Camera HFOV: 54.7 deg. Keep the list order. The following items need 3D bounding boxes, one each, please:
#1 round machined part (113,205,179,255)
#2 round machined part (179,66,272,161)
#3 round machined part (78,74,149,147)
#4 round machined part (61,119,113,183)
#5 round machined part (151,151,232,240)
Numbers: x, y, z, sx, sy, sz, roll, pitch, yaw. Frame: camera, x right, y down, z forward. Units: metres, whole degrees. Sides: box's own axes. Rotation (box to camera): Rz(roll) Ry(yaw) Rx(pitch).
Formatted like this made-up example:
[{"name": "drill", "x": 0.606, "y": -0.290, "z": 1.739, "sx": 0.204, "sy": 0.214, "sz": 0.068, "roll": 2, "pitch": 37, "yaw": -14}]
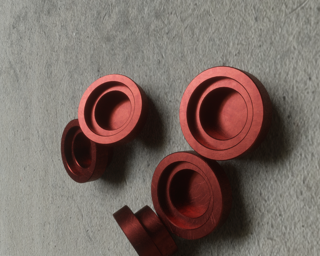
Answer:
[{"name": "round machined part", "x": -0.014, "y": 0.136, "z": 0.383, "sx": 0.098, "sy": 0.042, "sz": 0.098, "roll": 50, "pitch": 163, "yaw": 22}, {"name": "round machined part", "x": 0.073, "y": -0.015, "z": 0.334, "sx": 0.098, "sy": 0.042, "sz": 0.097, "roll": 0, "pitch": 90, "yaw": 40}, {"name": "round machined part", "x": -0.060, "y": -0.022, "z": 0.430, "sx": 0.098, "sy": 0.042, "sz": 0.098, "roll": -5, "pitch": 76, "yaw": 20}, {"name": "round machined part", "x": -0.110, "y": 0.034, "z": 0.482, "sx": 0.098, "sy": 0.042, "sz": 0.097, "roll": 3, "pitch": 95, "yaw": 43}, {"name": "round machined part", "x": 0.040, "y": 0.075, "z": 0.361, "sx": 0.098, "sy": 0.042, "sz": 0.097, "roll": 0, "pitch": 90, "yaw": 40}]
